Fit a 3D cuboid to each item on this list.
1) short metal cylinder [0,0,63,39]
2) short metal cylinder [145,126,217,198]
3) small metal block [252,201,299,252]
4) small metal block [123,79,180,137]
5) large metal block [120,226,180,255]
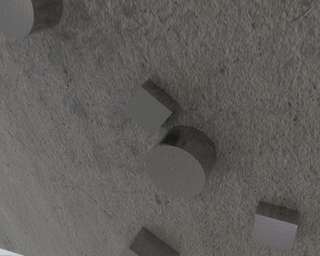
[{"bbox_3d":[-0.170,-0.157,0.383,0.080,0.050,0.079,13,124,21],"label":"short metal cylinder"},{"bbox_3d":[0.028,0.044,0.403,0.080,0.050,0.079,13,124,21],"label":"short metal cylinder"},{"bbox_3d":[0.151,0.129,0.407,0.050,0.025,0.050,11,123,22],"label":"small metal block"},{"bbox_3d":[-0.012,-0.026,0.397,0.050,0.025,0.050,40,129,0],"label":"small metal block"},{"bbox_3d":[-0.025,0.234,0.549,0.080,0.050,0.079,36,129,4],"label":"large metal block"}]
